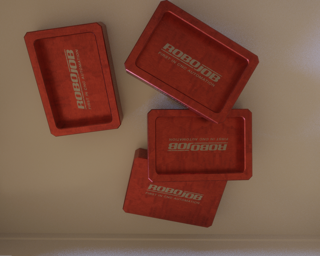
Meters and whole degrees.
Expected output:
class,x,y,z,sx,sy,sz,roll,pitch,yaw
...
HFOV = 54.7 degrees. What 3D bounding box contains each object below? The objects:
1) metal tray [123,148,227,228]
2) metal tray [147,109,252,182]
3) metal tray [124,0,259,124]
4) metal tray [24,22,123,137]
class,x,y,z,sx,sy,sz,roll,pitch,yaw
metal tray,0.020,0.086,0.441,0.131,0.030,0.089,12,110,-5
metal tray,0.049,0.021,0.397,0.131,0.030,0.089,-1,90,-5
metal tray,0.036,-0.074,0.362,0.130,0.030,0.090,30,90,-5
metal tray,-0.102,-0.059,0.385,0.091,0.030,0.129,-8,110,2
